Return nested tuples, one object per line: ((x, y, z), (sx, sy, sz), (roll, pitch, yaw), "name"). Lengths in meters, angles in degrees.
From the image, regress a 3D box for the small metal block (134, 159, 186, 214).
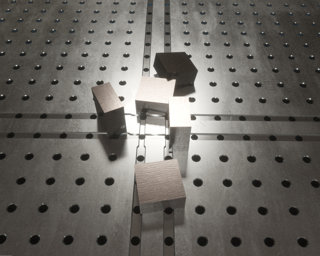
((-0.001, 0.066, 0.352), (0.050, 0.025, 0.050), (-7, 50, -6), "small metal block")

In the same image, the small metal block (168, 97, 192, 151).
((0.024, -0.005, 0.396), (0.025, 0.050, 0.050), (0, 50, -1), "small metal block")

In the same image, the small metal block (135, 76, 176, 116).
((-0.006, -0.047, 0.447), (0.050, 0.025, 0.050), (7, 51, 5), "small metal block")

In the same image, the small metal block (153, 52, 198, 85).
((0.023, -0.092, 0.479), (0.050, 0.025, 0.050), (-8, 49, -22), "small metal block")

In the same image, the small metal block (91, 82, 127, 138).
((-0.067, -0.024, 0.410), (0.025, 0.050, 0.050), (-21, 53, -17), "small metal block")
